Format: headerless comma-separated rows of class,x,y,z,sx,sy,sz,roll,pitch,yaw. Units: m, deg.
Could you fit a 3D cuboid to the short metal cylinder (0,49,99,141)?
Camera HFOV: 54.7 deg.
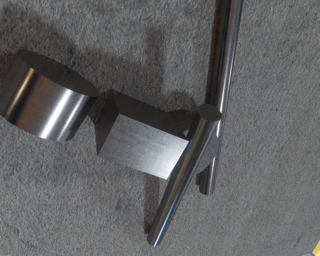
short metal cylinder,-0.106,-0.031,0.294,0.080,0.080,0.050,24,106,-37

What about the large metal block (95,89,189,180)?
large metal block,-0.025,0.005,0.350,0.080,0.080,0.050,22,107,-22

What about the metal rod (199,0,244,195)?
metal rod,0.081,-0.025,0.435,0.025,0.025,0.298,-12,124,-22

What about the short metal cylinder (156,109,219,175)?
short metal cylinder,0.032,0.021,0.421,0.081,0.050,0.079,-14,125,-21

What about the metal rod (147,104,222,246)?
metal rod,0.020,0.085,0.412,0.025,0.025,0.298,-10,141,-23
